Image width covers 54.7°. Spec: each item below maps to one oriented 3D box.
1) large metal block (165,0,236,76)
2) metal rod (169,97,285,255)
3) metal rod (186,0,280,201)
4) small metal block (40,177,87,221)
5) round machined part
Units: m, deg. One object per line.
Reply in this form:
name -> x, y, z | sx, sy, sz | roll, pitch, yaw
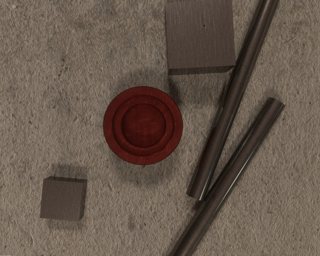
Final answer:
large metal block -> 0.049, -0.113, 0.398 | 0.081, 0.050, 0.079 | -3, 90, -1
metal rod -> 0.075, 0.092, 0.411 | 0.025, 0.025, 0.299 | 32, 90, -1
metal rod -> 0.099, -0.048, 0.411 | 0.025, 0.025, 0.299 | 21, 90, -1
small metal block -> -0.127, 0.093, 0.408 | 0.050, 0.025, 0.050 | 5, 90, -1
round machined part -> -0.021, -0.003, 0.401 | 0.099, 0.042, 0.097 | 0, 90, -1
